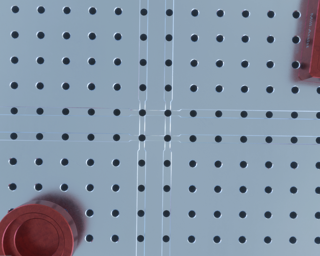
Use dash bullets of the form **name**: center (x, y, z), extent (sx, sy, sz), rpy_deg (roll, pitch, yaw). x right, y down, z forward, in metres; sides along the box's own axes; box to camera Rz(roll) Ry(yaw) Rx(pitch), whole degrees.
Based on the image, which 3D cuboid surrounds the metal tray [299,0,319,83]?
- **metal tray**: center (0.245, -0.124, 0.414), extent (0.091, 0.030, 0.129), rpy_deg (7, 90, -1)

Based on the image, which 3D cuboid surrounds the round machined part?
- **round machined part**: center (-0.156, 0.142, 0.403), extent (0.099, 0.042, 0.097), rpy_deg (0, 90, -1)
